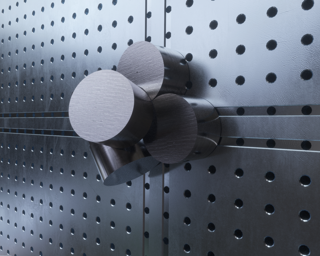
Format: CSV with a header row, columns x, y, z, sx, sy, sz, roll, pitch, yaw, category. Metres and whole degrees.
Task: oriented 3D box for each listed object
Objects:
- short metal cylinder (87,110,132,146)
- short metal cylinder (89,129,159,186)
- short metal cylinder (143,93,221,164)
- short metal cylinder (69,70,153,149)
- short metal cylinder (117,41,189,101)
x,y,z,sx,sy,sz,roll,pitch,yaw,category
-0.066,-0.007,0.426,0.080,0.081,0.050,-41,65,32,short metal cylinder
-0.046,0.035,0.409,0.080,0.081,0.050,-41,66,32,short metal cylinder
0.025,0.001,0.370,0.080,0.050,0.079,0,90,39,short metal cylinder
-0.055,-0.020,0.352,0.080,0.050,0.080,-5,77,21,short metal cylinder
-0.010,-0.066,0.398,0.080,0.050,0.079,0,90,39,short metal cylinder
